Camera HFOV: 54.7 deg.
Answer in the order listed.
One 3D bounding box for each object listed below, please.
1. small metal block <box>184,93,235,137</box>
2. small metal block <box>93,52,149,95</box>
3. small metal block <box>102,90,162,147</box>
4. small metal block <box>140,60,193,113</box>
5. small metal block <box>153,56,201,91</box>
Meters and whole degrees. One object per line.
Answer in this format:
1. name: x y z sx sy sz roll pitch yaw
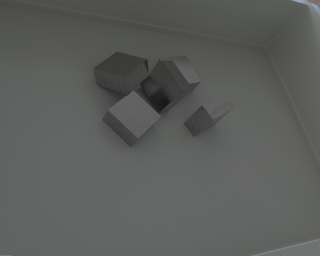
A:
1. small metal block: 0.069 -0.018 0.438 0.050 0.050 0.025 -28 78 -37
2. small metal block: -0.050 -0.074 0.409 0.050 0.025 0.050 19 46 24
3. small metal block: -0.035 -0.012 0.394 0.050 0.025 0.050 44 51 2
4. small metal block: 0.008 -0.057 0.425 0.025 0.050 0.050 -17 70 -53
5. small metal block: 0.025 -0.080 0.468 0.050 0.025 0.050 -15 70 -34
